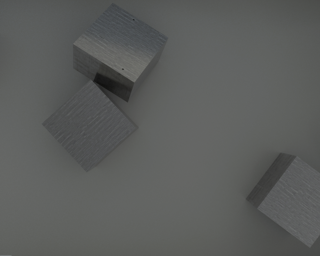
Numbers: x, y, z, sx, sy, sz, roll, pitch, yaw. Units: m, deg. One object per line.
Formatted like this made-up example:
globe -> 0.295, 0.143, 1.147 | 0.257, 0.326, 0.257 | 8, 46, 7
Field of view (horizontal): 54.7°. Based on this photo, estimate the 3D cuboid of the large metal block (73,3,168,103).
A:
large metal block -> -0.049, -0.093, 0.383 | 0.080, 0.050, 0.080 | 32, 63, 0

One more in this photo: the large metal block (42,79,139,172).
large metal block -> -0.086, -0.003, 0.398 | 0.080, 0.050, 0.080 | -42, 90, 0

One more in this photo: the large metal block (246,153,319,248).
large metal block -> 0.174, 0.090, 0.400 | 0.080, 0.050, 0.080 | 37, 90, 0
